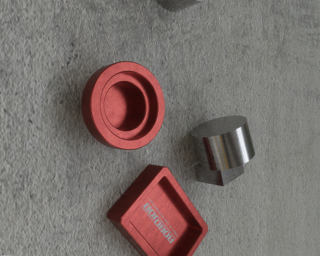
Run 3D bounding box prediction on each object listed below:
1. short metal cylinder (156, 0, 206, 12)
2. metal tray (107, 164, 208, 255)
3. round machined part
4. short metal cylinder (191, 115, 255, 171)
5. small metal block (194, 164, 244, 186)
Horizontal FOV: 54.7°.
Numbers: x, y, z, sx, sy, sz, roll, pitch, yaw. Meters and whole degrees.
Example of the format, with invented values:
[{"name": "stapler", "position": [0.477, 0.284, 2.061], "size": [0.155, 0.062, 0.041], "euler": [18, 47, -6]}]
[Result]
[{"name": "short metal cylinder", "position": [0.029, -0.202, 0.412], "size": [0.081, 0.050, 0.080], "euler": [0, 90, -40]}, {"name": "metal tray", "position": [0.003, 0.123, 0.403], "size": [0.090, 0.030, 0.130], "euler": [-48, 118, -29]}, {"name": "round machined part", "position": [-0.045, -0.024, 0.356], "size": [0.099, 0.042, 0.097], "euler": [0, 90, -40]}, {"name": "short metal cylinder", "position": [0.090, 0.020, 0.444], "size": [0.081, 0.080, 0.050], "euler": [-29, 108, -36]}, {"name": "small metal block", "position": [0.088, 0.062, 0.462], "size": [0.050, 0.050, 0.025], "euler": [-21, 104, -38]}]
